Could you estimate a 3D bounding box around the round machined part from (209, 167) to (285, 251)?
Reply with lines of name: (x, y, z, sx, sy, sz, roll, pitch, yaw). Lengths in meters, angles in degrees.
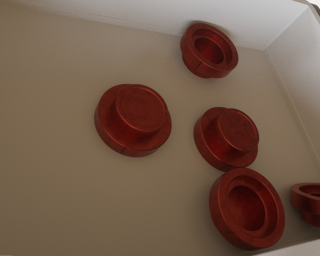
round machined part: (0.103, 0.102, 0.387, 0.099, 0.042, 0.098, 14, 56, -21)

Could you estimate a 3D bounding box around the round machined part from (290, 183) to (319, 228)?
round machined part: (0.232, 0.108, 0.428, 0.099, 0.098, 0.042, -2, 95, -29)

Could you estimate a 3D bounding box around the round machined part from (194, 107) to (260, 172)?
round machined part: (0.101, 0.011, 0.442, 0.099, 0.042, 0.098, 14, 56, -21)

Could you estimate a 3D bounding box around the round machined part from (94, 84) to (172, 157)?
round machined part: (-0.029, -0.016, 0.389, 0.099, 0.042, 0.098, 14, 56, -21)

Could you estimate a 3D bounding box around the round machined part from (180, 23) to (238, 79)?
round machined part: (0.076, -0.121, 0.509, 0.099, 0.042, 0.098, 14, 56, -21)
